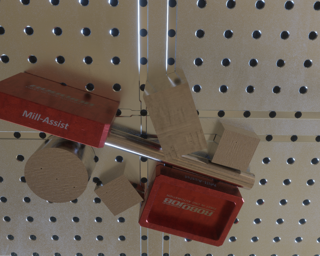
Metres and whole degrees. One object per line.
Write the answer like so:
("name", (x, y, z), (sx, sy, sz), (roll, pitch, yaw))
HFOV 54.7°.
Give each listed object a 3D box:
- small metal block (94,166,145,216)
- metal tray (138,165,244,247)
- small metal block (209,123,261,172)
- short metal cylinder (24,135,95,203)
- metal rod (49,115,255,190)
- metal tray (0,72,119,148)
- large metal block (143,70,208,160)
("small metal block", (-0.058, 0.091, 0.447), (0.050, 0.025, 0.050), (-31, 107, 10))
("metal tray", (0.044, 0.115, 0.453), (0.131, 0.030, 0.089), (17, 109, -7))
("small metal block", (0.101, 0.026, 0.424), (0.050, 0.025, 0.050), (16, 109, -6))
("short metal cylinder", (-0.132, 0.053, 0.417), (0.081, 0.050, 0.079), (0, 110, 0))
("metal rod", (-0.013, 0.030, 0.424), (0.302, 0.025, 0.025), (18, 109, -7))
("metal tray", (-0.120, -0.024, 0.367), (0.131, 0.090, 0.030), (17, 109, -7))
("large metal block", (0.018, -0.019, 0.378), (0.050, 0.080, 0.080), (-17, 109, 6))
